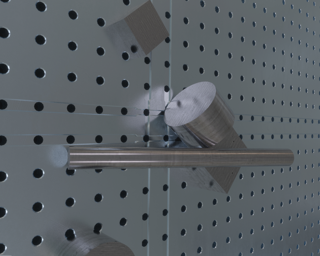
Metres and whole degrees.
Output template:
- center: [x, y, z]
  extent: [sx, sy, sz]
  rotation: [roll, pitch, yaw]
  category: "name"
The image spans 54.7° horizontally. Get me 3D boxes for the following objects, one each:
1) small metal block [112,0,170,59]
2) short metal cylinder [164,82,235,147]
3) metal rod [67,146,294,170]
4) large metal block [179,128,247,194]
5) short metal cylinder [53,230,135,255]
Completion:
- center: [-0.023, -0.124, 0.390]
  extent: [0.050, 0.025, 0.050]
  rotation: [-48, 119, -29]
  category: "small metal block"
- center: [0.052, -0.017, 0.418]
  extent: [0.050, 0.080, 0.080]
  rotation: [48, 62, -30]
  category: "short metal cylinder"
- center: [0.043, 0.037, 0.387]
  extent: [0.303, 0.025, 0.025]
  rotation: [2, 89, -22]
  category: "metal rod"
- center: [0.077, 0.038, 0.458]
  extent: [0.080, 0.050, 0.080]
  rotation: [49, 61, -29]
  category: "large metal block"
- center: [-0.072, 0.156, 0.334]
  extent: [0.081, 0.050, 0.079]
  rotation: [0, 90, -40]
  category: "short metal cylinder"
